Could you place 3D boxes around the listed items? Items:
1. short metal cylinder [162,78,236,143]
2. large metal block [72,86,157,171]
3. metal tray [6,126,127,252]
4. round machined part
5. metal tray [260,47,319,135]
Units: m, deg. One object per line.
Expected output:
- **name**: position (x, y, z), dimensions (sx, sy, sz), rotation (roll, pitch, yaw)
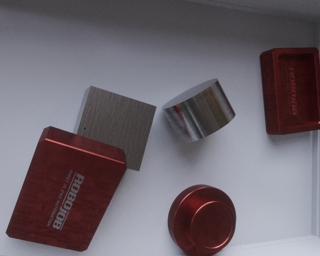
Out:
- **short metal cylinder**: position (0.050, -0.023, 0.401), dimensions (0.080, 0.080, 0.050), rotation (-33, 101, -17)
- **large metal block**: position (-0.059, 0.002, 0.376), dimensions (0.081, 0.050, 0.080), rotation (17, 84, -20)
- **metal tray**: position (-0.102, 0.071, 0.340), dimensions (0.091, 0.030, 0.129), rotation (20, 110, -18)
- **round machined part**: position (0.064, 0.130, 0.427), dimensions (0.099, 0.042, 0.097), rotation (0, 90, -20)
- **metal tray**: position (0.209, -0.058, 0.486), dimensions (0.091, 0.030, 0.129), rotation (-7, 92, -20)
